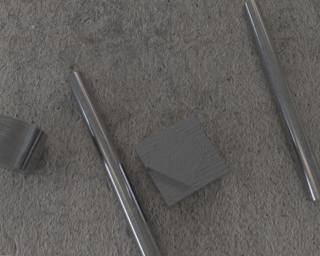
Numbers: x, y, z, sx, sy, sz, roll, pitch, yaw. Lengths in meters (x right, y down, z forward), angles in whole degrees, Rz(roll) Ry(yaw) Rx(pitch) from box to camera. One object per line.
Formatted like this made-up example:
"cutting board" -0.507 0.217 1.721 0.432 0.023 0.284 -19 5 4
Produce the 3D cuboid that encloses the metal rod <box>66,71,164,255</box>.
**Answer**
"metal rod" -0.055 0.056 0.387 0.025 0.025 0.299 -24 72 -9

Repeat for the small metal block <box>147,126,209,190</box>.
"small metal block" 0.019 0.033 0.343 0.050 0.025 0.050 23 72 8

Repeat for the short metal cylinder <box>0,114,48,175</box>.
"short metal cylinder" -0.183 0.020 0.370 0.080 0.080 0.050 14 71 5

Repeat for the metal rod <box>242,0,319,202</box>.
"metal rod" 0.167 -0.051 0.428 0.025 0.025 0.299 -10 70 -4

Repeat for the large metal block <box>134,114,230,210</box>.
"large metal block" 0.024 0.043 0.379 0.080 0.050 0.080 -29 73 -10
